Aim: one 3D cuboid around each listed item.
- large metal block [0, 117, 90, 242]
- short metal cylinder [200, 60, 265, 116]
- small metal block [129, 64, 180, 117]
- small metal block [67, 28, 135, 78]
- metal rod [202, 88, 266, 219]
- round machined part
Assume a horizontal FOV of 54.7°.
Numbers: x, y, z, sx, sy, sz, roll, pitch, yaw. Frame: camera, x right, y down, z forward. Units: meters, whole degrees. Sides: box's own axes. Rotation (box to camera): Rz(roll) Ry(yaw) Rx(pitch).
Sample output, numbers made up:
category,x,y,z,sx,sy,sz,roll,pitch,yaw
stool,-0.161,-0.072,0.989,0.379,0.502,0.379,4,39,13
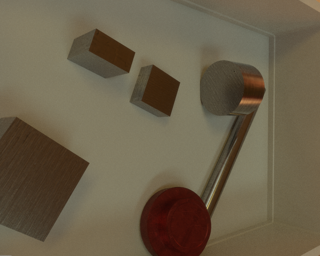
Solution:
category,x,y,z,sx,sy,sz,roll,pitch,yaw
large metal block,-0.127,0.045,0.285,0.080,0.050,0.080,41,65,-33
short metal cylinder,0.107,-0.058,0.463,0.050,0.080,0.079,-2,92,-40
small metal block,-0.006,-0.047,0.404,0.050,0.025,0.050,27,73,-37
small metal block,-0.064,-0.079,0.338,0.050,0.050,0.025,24,75,-38
metal rod,0.110,0.050,0.502,0.025,0.025,0.300,44,63,-32
round machined part,0.028,0.126,0.404,0.099,0.042,0.098,9,72,-29
